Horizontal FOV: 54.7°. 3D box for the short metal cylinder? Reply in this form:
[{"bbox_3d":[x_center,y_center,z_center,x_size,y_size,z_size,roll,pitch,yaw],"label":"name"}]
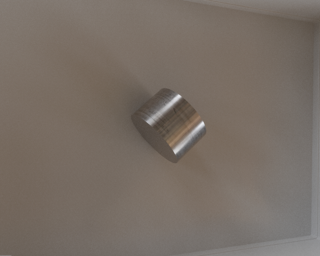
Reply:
[{"bbox_3d":[0.010,-0.003,0.383,0.050,0.080,0.080,-43,104,-15],"label":"short metal cylinder"}]
